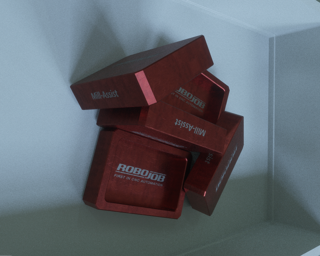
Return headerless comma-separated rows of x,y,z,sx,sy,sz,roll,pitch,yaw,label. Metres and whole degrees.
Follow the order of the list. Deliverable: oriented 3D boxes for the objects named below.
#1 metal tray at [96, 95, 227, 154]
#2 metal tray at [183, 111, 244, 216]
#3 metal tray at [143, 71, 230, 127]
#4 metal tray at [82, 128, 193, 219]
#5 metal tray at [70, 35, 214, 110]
0.004,0.000,0.366,0.131,0.090,0.030,20,78,-39,metal tray
0.083,0.051,0.447,0.130,0.030,0.090,-58,152,-24,metal tray
0.040,-0.043,0.437,0.131,0.030,0.090,27,73,-37,metal tray
-0.021,0.059,0.384,0.131,0.030,0.090,20,77,-38,metal tray
-0.023,-0.054,0.317,0.091,0.130,0.030,-37,113,-34,metal tray
